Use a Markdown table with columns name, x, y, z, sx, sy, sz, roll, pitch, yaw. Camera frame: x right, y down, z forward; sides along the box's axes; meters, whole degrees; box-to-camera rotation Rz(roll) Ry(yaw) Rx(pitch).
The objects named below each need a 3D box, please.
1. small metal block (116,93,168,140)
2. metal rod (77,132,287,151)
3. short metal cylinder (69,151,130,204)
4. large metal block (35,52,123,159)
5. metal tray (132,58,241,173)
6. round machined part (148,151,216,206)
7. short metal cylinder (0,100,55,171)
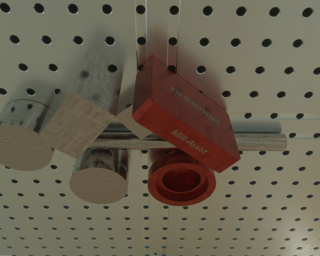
| name | x | y | z | sx | sy | sz | roll | pitch | yaw |
| --- | --- | --- | --- | --- | --- | --- | --- | --- | --- |
| small metal block | -0.021 | -0.019 | 0.395 | 0.050 | 0.025 | 0.050 | -32 | 124 | 24 |
| metal rod | 0.020 | 0.018 | 0.427 | 0.302 | 0.025 | 0.025 | 1 | 130 | -1 |
| short metal cylinder | -0.085 | 0.066 | 0.450 | 0.081 | 0.050 | 0.079 | 0 | 130 | 0 |
| large metal block | -0.089 | -0.025 | 0.353 | 0.050 | 0.080 | 0.080 | 31 | 123 | -24 |
| metal tray | 0.031 | -0.014 | 0.356 | 0.130 | 0.090 | 0.030 | 33 | 123 | -25 |
| round machined part | 0.032 | 0.070 | 0.460 | 0.099 | 0.042 | 0.097 | 0 | 130 | 0 |
| short metal cylinder | -0.174 | 0.010 | 0.402 | 0.081 | 0.050 | 0.079 | 0 | 130 | 0 |
